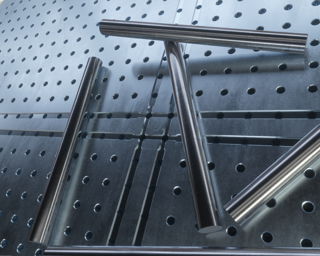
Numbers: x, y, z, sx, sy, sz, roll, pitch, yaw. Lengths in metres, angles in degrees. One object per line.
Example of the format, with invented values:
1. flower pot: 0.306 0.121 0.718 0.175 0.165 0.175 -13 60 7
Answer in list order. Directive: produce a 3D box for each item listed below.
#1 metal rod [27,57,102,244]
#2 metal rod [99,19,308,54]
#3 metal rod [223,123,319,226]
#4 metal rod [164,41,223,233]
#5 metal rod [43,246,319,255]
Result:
1. metal rod: -0.134 0.016 0.466 0.025 0.025 0.299 -4 60 26
2. metal rod: 0.044 -0.132 0.438 0.301 0.025 0.025 13 68 24
3. metal rod: 0.187 -0.008 0.315 0.300 0.025 0.025 -41 51 0
4. metal rod: 0.034 -0.019 0.400 0.025 0.025 0.299 -20 54 16
5. metal rod: 0.003 0.136 0.322 0.301 0.025 0.025 -9 58 23
